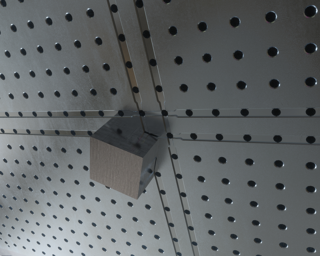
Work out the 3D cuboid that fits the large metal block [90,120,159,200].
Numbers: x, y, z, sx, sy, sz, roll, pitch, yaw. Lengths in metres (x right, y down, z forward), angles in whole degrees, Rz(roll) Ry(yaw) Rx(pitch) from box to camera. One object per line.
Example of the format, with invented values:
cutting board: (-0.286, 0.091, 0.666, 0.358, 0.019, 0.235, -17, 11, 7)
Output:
large metal block: (-0.053, 0.045, 0.449, 0.080, 0.050, 0.079, 20, 126, 15)
